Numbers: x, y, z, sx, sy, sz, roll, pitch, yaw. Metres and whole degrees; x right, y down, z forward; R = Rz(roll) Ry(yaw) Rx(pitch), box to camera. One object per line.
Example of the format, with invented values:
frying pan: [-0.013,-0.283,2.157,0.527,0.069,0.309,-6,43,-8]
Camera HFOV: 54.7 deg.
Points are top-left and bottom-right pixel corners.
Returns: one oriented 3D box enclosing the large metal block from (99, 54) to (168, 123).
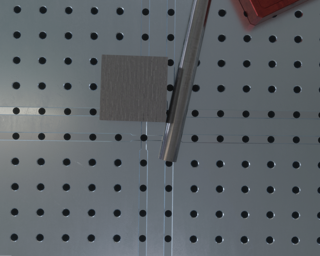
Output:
large metal block: [-0.032,-0.048,0.400,0.081,0.050,0.079,2,90,0]

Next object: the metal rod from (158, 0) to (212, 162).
metal rod: [0.041,-0.103,0.413,0.025,0.025,0.298,12,90,0]

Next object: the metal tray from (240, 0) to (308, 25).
metal tray: [0.166,-0.208,0.411,0.131,0.030,0.090,-26,90,0]
